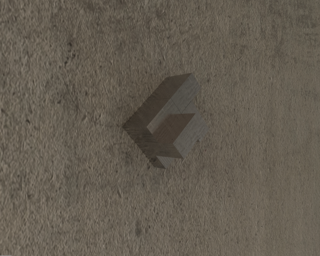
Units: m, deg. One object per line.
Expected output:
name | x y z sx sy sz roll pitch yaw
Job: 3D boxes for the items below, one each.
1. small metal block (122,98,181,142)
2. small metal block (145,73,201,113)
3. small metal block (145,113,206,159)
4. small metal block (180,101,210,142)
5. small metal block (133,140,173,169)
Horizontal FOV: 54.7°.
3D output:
small metal block | -0.011 -0.010 0.382 0.050 0.050 0.025 -51 121 -28
small metal block | 0.017 -0.044 0.406 0.050 0.050 0.025 -51 121 -28
small metal block | 0.018 0.009 0.375 0.050 0.050 0.025 -51 121 -28
small metal block | 0.030 -0.008 0.417 0.025 0.050 0.050 -51 120 -28
small metal block | 0.001 0.018 0.409 0.050 0.025 0.050 -50 120 -28
